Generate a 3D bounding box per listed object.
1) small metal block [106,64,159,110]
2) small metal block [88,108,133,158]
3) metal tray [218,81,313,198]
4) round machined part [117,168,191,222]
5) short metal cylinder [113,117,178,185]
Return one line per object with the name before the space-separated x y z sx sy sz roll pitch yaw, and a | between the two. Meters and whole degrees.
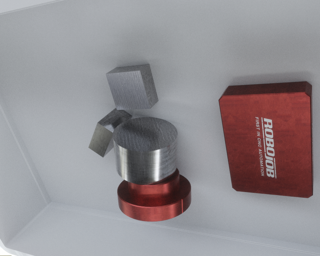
small metal block | -0.035 -0.051 0.394 0.050 0.025 0.050 0 119 28
small metal block | -0.069 0.005 0.430 0.025 0.050 0.050 33 129 6
metal tray | 0.122 0.016 0.350 0.090 0.030 0.129 0 119 28
round machined part | -0.008 0.078 0.414 0.098 0.099 0.042 6 111 25
short metal cylinder | -0.018 0.027 0.398 0.080 0.080 0.050 13 124 21
